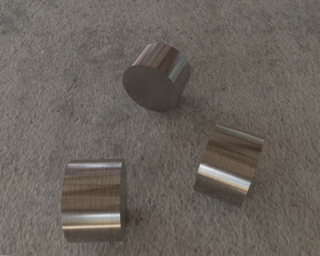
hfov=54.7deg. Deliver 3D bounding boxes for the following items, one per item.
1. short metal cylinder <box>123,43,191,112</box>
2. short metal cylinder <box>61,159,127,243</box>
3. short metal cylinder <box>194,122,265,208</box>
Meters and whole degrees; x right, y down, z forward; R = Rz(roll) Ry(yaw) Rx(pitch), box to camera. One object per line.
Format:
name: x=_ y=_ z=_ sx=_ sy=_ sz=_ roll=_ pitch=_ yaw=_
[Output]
short metal cylinder: x=-0.004 y=-0.068 z=0.425 sx=0.080 sy=0.080 sz=0.050 roll=18 pitch=52 yaw=14
short metal cylinder: x=-0.061 y=0.071 z=0.307 sx=0.050 sy=0.080 sz=0.080 roll=-1 pitch=50 yaw=-1
short metal cylinder: x=0.075 y=0.039 z=0.335 sx=0.050 sy=0.080 sz=0.080 roll=19 pitch=53 yaw=15
